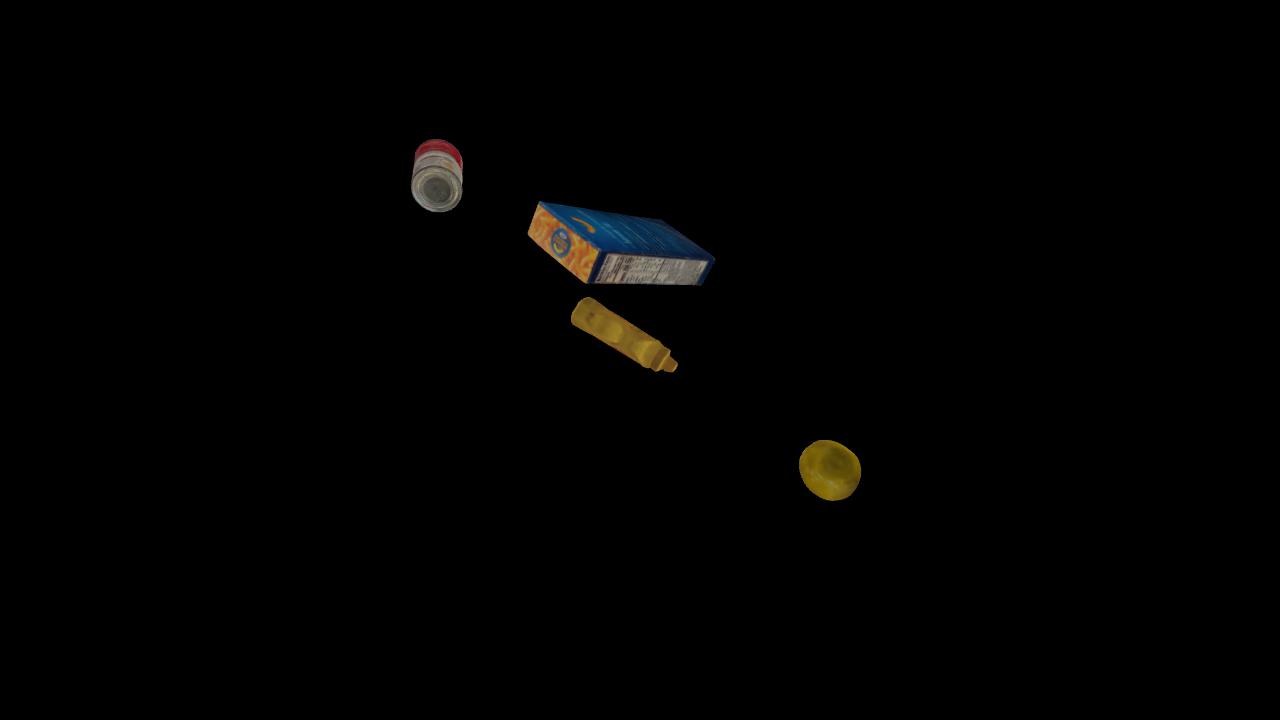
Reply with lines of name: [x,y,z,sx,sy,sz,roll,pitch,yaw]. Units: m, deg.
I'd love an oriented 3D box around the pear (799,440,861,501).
pear: [0.250,0.153,0.825,0.080,0.080,0.111,0,-24,8]

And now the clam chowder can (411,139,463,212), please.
clam chowder can: [-0.282,-0.258,0.858,0.068,0.068,0.102,0,38,-16]

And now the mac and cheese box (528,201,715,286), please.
mac and cheese box: [-0.012,-0.113,0.616,0.093,0.041,0.184,43,30,28]

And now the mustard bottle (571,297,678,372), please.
mustard bottle: [-0.020,-0.034,0.992,0.184,0.054,0.092,32,-2,7]
